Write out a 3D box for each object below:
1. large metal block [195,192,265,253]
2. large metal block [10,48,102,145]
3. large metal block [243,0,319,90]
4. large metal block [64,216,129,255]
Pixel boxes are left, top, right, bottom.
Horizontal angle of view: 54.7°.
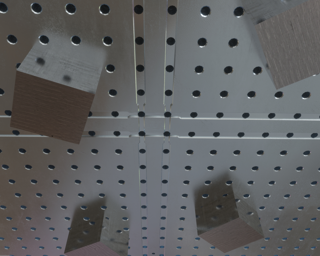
[{"bbox_3d":[0.120,0.166,0.539,0.080,0.050,0.080,-34,123,25],"label":"large metal block"},{"bbox_3d":[-0.122,-0.035,0.364,0.081,0.050,0.079,17,128,-14],"label":"large metal block"},{"bbox_3d":[0.141,-0.098,0.314,0.080,0.050,0.080,-22,127,17],"label":"large metal block"},{"bbox_3d":[-0.116,0.217,0.579,0.080,0.050,0.080,-25,126,19],"label":"large metal block"}]
